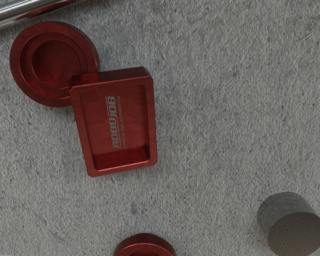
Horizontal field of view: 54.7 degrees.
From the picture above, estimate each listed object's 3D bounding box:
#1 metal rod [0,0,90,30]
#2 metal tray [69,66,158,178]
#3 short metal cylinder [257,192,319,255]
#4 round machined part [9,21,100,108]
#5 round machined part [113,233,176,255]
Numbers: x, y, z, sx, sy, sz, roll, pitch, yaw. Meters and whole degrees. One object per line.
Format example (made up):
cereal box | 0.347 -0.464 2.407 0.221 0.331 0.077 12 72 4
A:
metal rod | -0.095 -0.154 0.351 0.301 0.025 0.025 -16 110 5
metal tray | -0.053 -0.004 0.377 0.091 0.030 0.129 -10 125 -11
short metal cylinder | 0.189 0.141 0.451 0.081 0.050 0.079 0 110 -1
round machined part | -0.121 -0.077 0.371 0.099 0.042 0.097 0 110 -1
round machined part | -0.023 0.202 0.475 0.099 0.042 0.097 0 110 -1
